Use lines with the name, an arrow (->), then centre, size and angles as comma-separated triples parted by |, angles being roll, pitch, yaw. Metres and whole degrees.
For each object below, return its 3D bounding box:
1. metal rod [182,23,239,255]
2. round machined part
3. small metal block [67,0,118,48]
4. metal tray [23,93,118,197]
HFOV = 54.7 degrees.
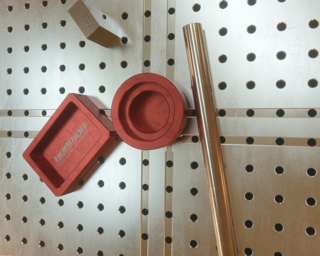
metal rod -> 0.063, 0.017, 0.390 | 0.025, 0.025, 0.298 | -10, 87, 20
round machined part -> -0.011, -0.021, 0.407 | 0.098, 0.042, 0.097 | 0, 90, 20
small metal block -> -0.092, -0.145, 0.432 | 0.025, 0.050, 0.050 | -38, 78, 16
metal tray -> -0.132, 0.025, 0.456 | 0.090, 0.030, 0.130 | 45, 104, 14
